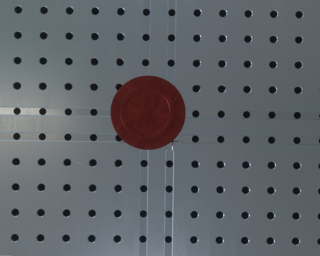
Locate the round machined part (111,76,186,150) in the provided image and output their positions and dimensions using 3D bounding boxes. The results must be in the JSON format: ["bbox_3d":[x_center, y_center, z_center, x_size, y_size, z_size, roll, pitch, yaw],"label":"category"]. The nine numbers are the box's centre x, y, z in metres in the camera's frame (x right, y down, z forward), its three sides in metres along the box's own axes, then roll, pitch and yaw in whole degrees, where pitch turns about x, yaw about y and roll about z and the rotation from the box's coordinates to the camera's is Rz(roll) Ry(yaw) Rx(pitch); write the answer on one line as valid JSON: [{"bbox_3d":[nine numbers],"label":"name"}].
[{"bbox_3d":[-0.015,-0.020,0.405,0.099,0.042,0.097,0,90,0],"label":"round machined part"}]
